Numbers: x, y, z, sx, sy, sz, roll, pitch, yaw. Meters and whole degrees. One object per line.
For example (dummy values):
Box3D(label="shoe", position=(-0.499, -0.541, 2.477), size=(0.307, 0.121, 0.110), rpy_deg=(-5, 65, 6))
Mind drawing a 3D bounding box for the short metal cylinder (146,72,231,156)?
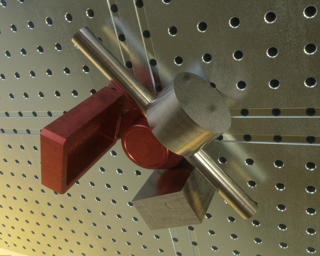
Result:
Box3D(label="short metal cylinder", position=(0.032, -0.015, 0.347), size=(0.080, 0.080, 0.050), rpy_deg=(45, 129, -3))

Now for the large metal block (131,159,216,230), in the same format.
Box3D(label="large metal block", position=(0.023, 0.086, 0.415), size=(0.080, 0.080, 0.050), rpy_deg=(-21, 108, 35))

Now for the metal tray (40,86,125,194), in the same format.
Box3D(label="metal tray", position=(-0.096, 0.012, 0.400), size=(0.030, 0.131, 0.089), rpy_deg=(25, 127, 13))

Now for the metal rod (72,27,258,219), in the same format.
Box3D(label="metal rod", position=(0.009, -0.003, 0.376), size=(0.300, 0.025, 0.025), rpy_deg=(46, 129, -5))

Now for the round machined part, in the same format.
Box3D(label="round machined part", position=(-0.012, 0.017, 0.415), size=(0.098, 0.042, 0.097), rpy_deg=(13, 124, 20))
